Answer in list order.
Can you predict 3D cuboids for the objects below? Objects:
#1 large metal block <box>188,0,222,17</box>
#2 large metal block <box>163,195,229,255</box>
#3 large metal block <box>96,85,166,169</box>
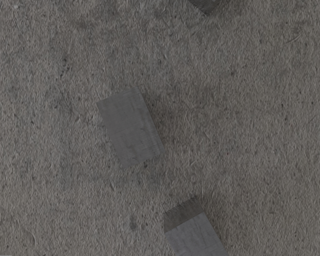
[{"bbox_3d":[0.060,-0.208,0.398,0.080,0.050,0.080,40,90,0],"label":"large metal block"},{"bbox_3d":[0.046,0.139,0.383,0.050,0.080,0.080,-29,90,0],"label":"large metal block"},{"bbox_3d":[-0.032,-0.001,0.382,0.050,0.080,0.080,-23,90,0],"label":"large metal block"}]
